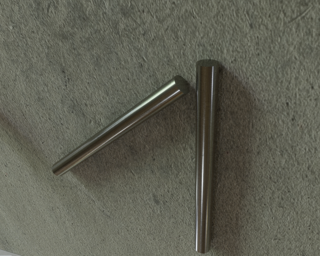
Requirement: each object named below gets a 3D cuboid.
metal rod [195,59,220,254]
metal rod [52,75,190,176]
[{"bbox_3d":[0.059,0.058,0.410,0.025,0.025,0.298,10,123,22],"label":"metal rod"},{"bbox_3d":[-0.076,0.011,0.451,0.299,0.025,0.025,-31,101,37],"label":"metal rod"}]
